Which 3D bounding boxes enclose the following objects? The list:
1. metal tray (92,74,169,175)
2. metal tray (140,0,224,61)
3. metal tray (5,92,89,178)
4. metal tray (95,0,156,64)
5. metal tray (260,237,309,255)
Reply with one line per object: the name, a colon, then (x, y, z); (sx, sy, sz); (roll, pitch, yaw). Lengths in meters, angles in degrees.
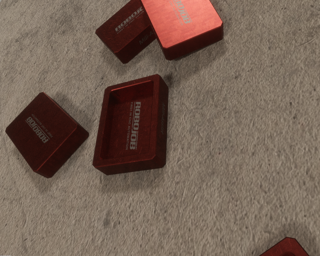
metal tray: (-0.037, -0.006, 0.422); (0.090, 0.030, 0.130); (-11, 57, 22)
metal tray: (0.028, -0.173, 0.465); (0.090, 0.030, 0.130); (-22, 64, 2)
metal tray: (-0.181, 0.007, 0.489); (0.090, 0.030, 0.130); (-49, 52, -7)
metal tray: (-0.038, -0.179, 0.529); (0.130, 0.030, 0.090); (-41, 51, 0)
metal tray: (0.086, 0.165, 0.253); (0.130, 0.030, 0.090); (-36, 51, 3)
